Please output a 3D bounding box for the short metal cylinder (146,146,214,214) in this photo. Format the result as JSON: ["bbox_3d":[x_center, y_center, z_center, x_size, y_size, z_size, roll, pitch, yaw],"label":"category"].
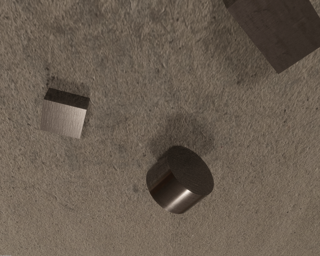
[{"bbox_3d":[0.028,0.072,0.433,0.080,0.080,0.050,28,124,-22],"label":"short metal cylinder"}]

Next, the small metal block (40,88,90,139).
[{"bbox_3d":[-0.120,-0.018,0.390,0.050,0.025,0.050,14,129,-12],"label":"small metal block"}]

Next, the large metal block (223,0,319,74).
[{"bbox_3d":[0.098,-0.109,0.280,0.050,0.080,0.080,-36,122,26],"label":"large metal block"}]
